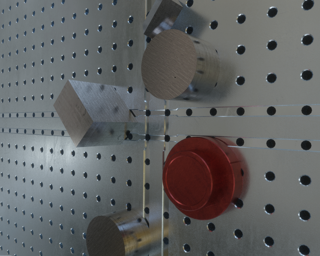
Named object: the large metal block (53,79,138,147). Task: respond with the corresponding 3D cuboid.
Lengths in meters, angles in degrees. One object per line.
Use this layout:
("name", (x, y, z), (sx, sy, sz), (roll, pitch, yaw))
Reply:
("large metal block", (-0.093, -0.020, 0.448), (0.050, 0.081, 0.080), (-50, 61, 28))

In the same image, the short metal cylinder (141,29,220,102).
("short metal cylinder", (0.024, -0.072, 0.372), (0.080, 0.050, 0.079), (0, 90, 39))

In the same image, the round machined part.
("round machined part", (0.042, 0.059, 0.362), (0.098, 0.042, 0.097), (0, 90, 39))

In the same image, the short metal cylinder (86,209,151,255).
("short metal cylinder", (-0.059, 0.159, 0.440), (0.080, 0.050, 0.079), (0, 90, 39))

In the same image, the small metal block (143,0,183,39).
("small metal block", (0.002, -0.140, 0.390), (0.050, 0.025, 0.050), (-56, 21, 25))
